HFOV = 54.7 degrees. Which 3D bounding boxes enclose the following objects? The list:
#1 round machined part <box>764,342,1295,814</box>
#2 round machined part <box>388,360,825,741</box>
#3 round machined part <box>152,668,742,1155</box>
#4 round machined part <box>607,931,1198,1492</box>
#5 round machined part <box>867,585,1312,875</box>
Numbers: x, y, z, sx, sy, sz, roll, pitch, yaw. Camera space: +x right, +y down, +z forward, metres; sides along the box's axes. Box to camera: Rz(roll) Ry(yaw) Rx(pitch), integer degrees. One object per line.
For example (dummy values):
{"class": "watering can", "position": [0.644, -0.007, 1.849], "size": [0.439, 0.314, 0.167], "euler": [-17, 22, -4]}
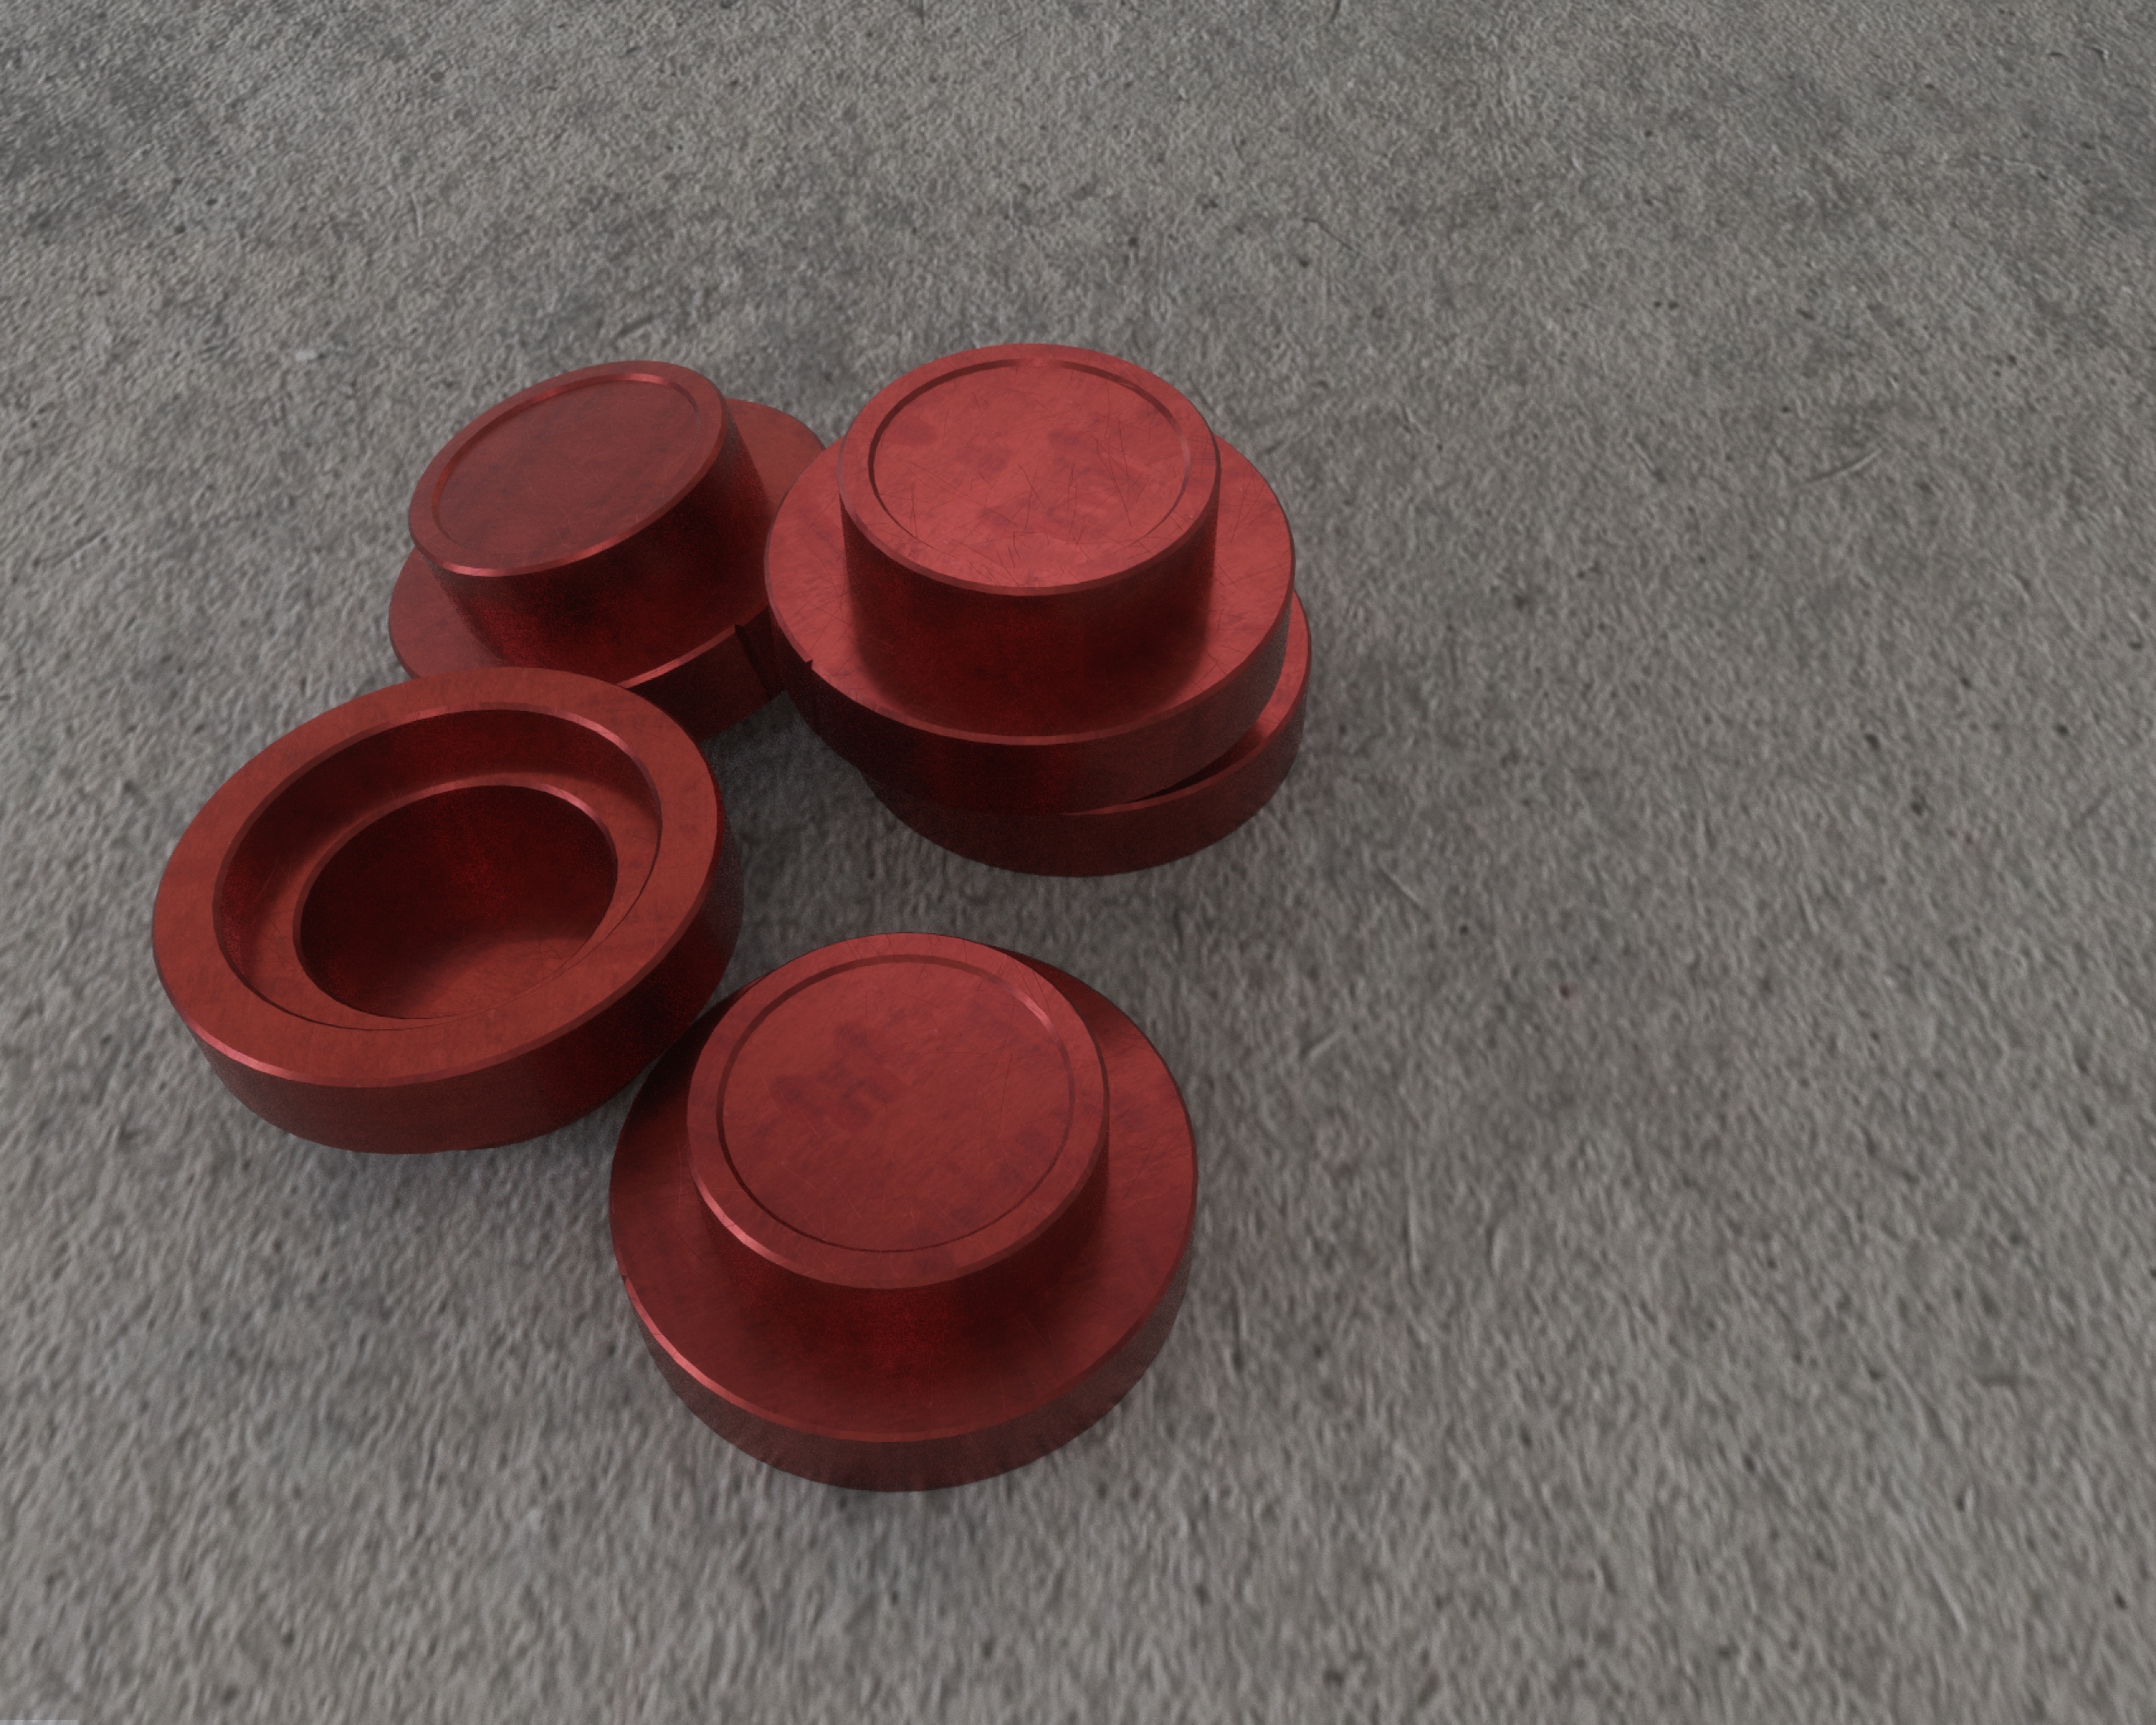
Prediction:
{"class": "round machined part", "position": [-0.009, -0.059, 0.387], "size": [0.099, 0.042, 0.098], "euler": [1, 51, 0]}
{"class": "round machined part", "position": [-0.098, -0.067, 0.433], "size": [0.098, 0.042, 0.098], "euler": [-9, 46, 10]}
{"class": "round machined part", "position": [-0.109, 0.013, 0.377], "size": [0.099, 0.042, 0.098], "euler": [-2, 48, 3]}
{"class": "round machined part", "position": [-0.029, 0.050, 0.349], "size": [0.099, 0.042, 0.098], "euler": [0, 50, 0]}
{"class": "round machined part", "position": [-0.001, -0.048, 0.432], "size": [0.099, 0.042, 0.098], "euler": [0, 50, 0]}
